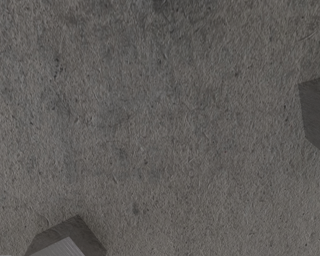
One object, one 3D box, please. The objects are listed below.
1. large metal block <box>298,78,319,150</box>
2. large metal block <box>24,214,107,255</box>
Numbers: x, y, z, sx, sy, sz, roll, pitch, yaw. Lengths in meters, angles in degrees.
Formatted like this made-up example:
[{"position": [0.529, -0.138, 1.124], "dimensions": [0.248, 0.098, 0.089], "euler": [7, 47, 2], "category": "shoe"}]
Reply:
[{"position": [0.215, -0.014, 0.377], "dimensions": [0.050, 0.080, 0.080], "euler": [-15, 110, 5], "category": "large metal block"}, {"position": [-0.140, 0.190, 0.465], "dimensions": [0.080, 0.050, 0.080], "euler": [-28, 108, 10], "category": "large metal block"}]
